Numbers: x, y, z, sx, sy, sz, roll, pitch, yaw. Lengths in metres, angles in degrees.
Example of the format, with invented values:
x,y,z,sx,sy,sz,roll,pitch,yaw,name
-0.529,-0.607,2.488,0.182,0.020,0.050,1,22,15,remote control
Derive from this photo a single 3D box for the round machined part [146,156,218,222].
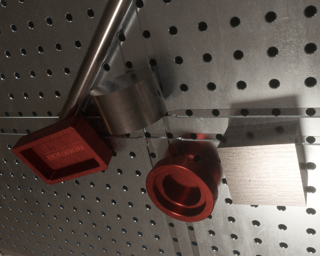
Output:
x,y,z,sx,sy,sz,roll,pitch,yaw,name
0.033,0.080,0.431,0.098,0.042,0.097,13,124,20,round machined part

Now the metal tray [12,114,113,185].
x,y,z,sx,sy,sz,roll,pitch,yaw,name
-0.151,0.038,0.483,0.130,0.030,0.090,-18,123,26,metal tray

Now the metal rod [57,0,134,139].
x,y,z,sx,sy,sz,roll,pitch,yaw,name
-0.109,-0.056,0.431,0.025,0.025,0.298,39,129,1,metal rod

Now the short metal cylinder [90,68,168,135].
x,y,z,sx,sy,sz,roll,pitch,yaw,name
-0.036,-0.033,0.373,0.080,0.080,0.050,-6,115,31,short metal cylinder

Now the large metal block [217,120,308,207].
x,y,z,sx,sy,sz,roll,pitch,yaw,name
0.120,0.042,0.357,0.080,0.050,0.080,-6,116,30,large metal block
